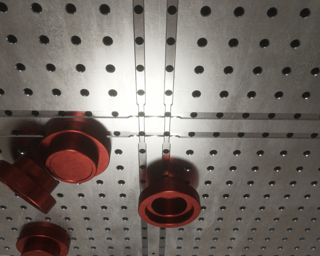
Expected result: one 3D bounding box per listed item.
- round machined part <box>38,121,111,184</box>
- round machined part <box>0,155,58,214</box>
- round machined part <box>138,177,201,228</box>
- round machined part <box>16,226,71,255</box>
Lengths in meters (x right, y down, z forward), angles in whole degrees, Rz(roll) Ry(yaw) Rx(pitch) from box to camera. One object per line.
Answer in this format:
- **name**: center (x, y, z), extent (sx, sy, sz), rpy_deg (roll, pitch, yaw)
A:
- **round machined part**: center (-0.120, 0.041, 0.434), extent (0.099, 0.042, 0.097), rpy_deg (-1, 130, 0)
- **round machined part**: center (-0.187, 0.076, 0.443), extent (0.098, 0.042, 0.098), rpy_deg (28, 152, 17)
- **round machined part**: center (0.015, 0.116, 0.500), extent (0.099, 0.042, 0.097), rpy_deg (-1, 130, 0)
- **round machined part**: center (-0.227, 0.234, 0.596), extent (0.099, 0.042, 0.097), rpy_deg (0, 130, 0)
